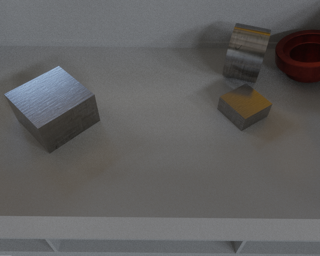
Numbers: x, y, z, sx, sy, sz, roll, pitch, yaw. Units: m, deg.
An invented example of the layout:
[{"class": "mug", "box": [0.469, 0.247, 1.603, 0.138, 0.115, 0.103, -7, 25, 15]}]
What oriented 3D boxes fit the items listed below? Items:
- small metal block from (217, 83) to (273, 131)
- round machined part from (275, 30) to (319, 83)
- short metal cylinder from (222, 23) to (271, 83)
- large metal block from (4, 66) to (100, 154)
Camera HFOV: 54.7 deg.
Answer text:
[{"class": "small metal block", "box": [0.117, -0.030, 0.432, 0.050, 0.025, 0.050, -27, 55, -21]}, {"class": "round machined part", "box": [0.230, -0.107, 0.477, 0.098, 0.042, 0.098, -9, 45, 10]}, {"class": "short metal cylinder", "box": [0.130, -0.112, 0.465, 0.050, 0.080, 0.080, 16, 52, 12]}, {"class": "large metal block", "box": [-0.140, -0.026, 0.409, 0.080, 0.050, 0.080, 38, 59, 27]}]
